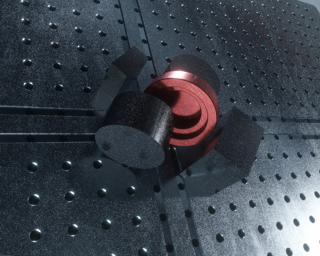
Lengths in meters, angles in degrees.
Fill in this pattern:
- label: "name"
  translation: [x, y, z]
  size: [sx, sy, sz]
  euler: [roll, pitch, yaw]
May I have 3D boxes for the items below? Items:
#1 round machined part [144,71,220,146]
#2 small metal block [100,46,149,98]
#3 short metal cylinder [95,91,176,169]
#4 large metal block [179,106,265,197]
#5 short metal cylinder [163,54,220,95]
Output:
- label: "round machined part"
  translation: [0.027, -0.028, 0.395]
  size: [0.098, 0.097, 0.042]
  euler: [36, 39, -5]
- label: "small metal block"
  translation: [-0.048, -0.074, 0.413]
  size: [0.025, 0.050, 0.050]
  euler: [41, 51, -1]
- label: "short metal cylinder"
  translation: [-0.027, 0.004, 0.357]
  size: [0.080, 0.080, 0.050]
  euler: [28, 52, -12]
- label: "large metal block"
  translation: [0.080, 0.031, 0.399]
  size: [0.050, 0.080, 0.080]
  euler: [37, 51, -4]
- label: "short metal cylinder"
  translation: [0.040, -0.060, 0.451]
  size: [0.081, 0.050, 0.080]
  euler: [14, 56, -21]
